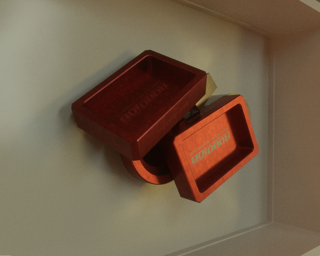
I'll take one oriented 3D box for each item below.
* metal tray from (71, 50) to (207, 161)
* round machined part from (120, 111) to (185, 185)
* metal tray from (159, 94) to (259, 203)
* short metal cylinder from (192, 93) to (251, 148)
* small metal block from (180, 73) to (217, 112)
[{"bbox_3d":[-0.019,-0.033,0.346,0.131,0.090,0.030,-44,149,-32],"label":"metal tray"},{"bbox_3d":[-0.010,0.020,0.389,0.099,0.042,0.097,0,90,-40],"label":"round machined part"},{"bbox_3d":[0.068,0.022,0.398,0.131,0.030,0.090,-31,109,-31],"label":"metal tray"},{"bbox_3d":[0.093,-0.011,0.468,0.081,0.050,0.079,0,90,-40],"label":"short metal cylinder"},{"bbox_3d":[0.042,-0.048,0.425,0.050,0.050,0.025,-51,121,-29],"label":"small metal block"}]
